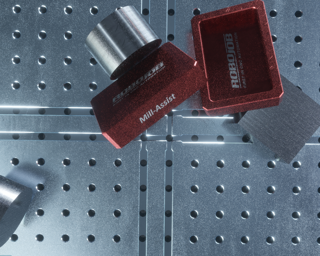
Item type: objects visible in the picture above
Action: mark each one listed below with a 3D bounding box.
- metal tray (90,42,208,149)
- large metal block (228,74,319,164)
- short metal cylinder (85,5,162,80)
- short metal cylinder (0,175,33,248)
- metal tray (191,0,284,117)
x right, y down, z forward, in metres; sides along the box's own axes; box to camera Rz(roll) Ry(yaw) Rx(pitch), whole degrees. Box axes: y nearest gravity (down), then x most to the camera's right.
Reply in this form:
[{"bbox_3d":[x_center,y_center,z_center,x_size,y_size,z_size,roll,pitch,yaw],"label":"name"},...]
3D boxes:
[{"bbox_3d":[-0.018,-0.044,0.378,0.130,0.090,0.030,-37,127,2],"label":"metal tray"},{"bbox_3d":[0.151,-0.012,0.402,0.080,0.050,0.080,39,90,0],"label":"large metal block"},{"bbox_3d":[-0.045,-0.104,0.385,0.080,0.080,0.050,-37,90,0],"label":"short metal cylinder"},{"bbox_3d":[-0.204,0.101,0.384,0.050,0.080,0.080,24,90,0],"label":"short metal cylinder"},{"bbox_3d":[0.092,-0.085,0.382,0.090,0.030,0.129,-10,73,15],"label":"metal tray"}]
